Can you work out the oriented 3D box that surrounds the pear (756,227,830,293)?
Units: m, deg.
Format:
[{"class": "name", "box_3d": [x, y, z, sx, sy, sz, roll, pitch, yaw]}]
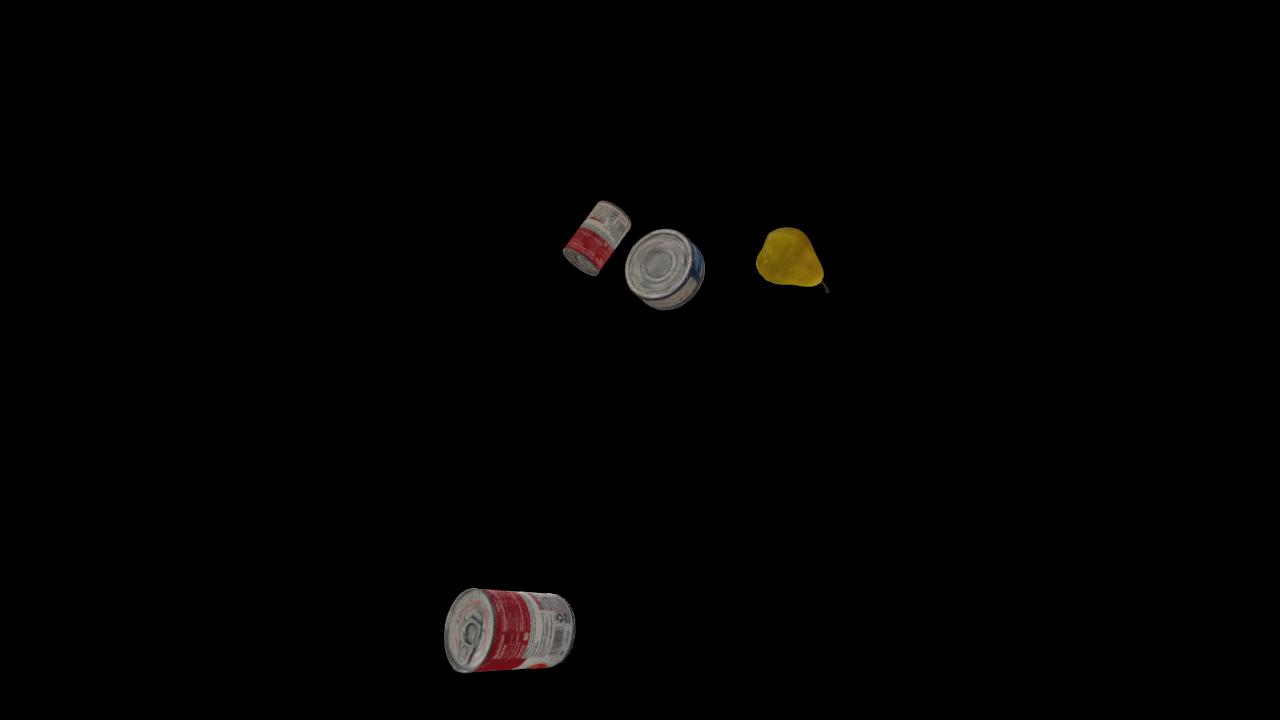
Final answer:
[{"class": "pear", "box_3d": [0.219, -0.133, 0.846, 0.111, 0.080, 0.080, 25, 2, 4]}]

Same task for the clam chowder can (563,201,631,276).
[{"class": "clam chowder can", "box_3d": [-0.067, -0.195, 0.981, 0.068, 0.102, 0.068, 32, -13, 8]}]

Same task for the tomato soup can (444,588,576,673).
[{"class": "tomato soup can", "box_3d": [-0.116, 0.246, 0.562, 0.068, 0.068, 0.101, 0, -18, 40]}]

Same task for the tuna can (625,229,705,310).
[{"class": "tuna can", "box_3d": [0.026, -0.099, 0.667, 0.084, 0.084, 0.034, 0, -15, 28]}]
